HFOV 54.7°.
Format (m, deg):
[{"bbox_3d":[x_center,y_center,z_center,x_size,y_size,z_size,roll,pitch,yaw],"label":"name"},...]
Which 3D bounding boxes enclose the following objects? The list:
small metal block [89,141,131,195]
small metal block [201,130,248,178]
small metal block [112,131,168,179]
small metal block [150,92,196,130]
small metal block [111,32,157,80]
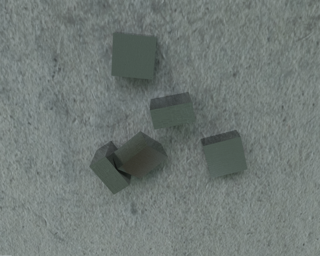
[{"bbox_3d":[-0.064,0.052,0.415,0.025,0.050,0.050,-33,107,11],"label":"small metal block"},{"bbox_3d":[0.088,0.036,0.424,0.050,0.025,0.050,-15,110,5],"label":"small metal block"},{"bbox_3d":[-0.026,0.037,0.410,0.050,0.025,0.050,-39,142,13],"label":"small metal block"},{"bbox_3d":[0.015,-0.023,0.388,0.050,0.050,0.025,-11,110,3],"label":"small metal block"},{"bbox_3d":[-0.031,-0.088,0.377,0.050,0.025,0.050,5,110,-3],"label":"small metal block"}]
